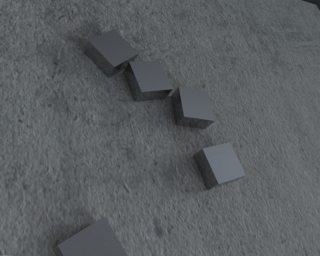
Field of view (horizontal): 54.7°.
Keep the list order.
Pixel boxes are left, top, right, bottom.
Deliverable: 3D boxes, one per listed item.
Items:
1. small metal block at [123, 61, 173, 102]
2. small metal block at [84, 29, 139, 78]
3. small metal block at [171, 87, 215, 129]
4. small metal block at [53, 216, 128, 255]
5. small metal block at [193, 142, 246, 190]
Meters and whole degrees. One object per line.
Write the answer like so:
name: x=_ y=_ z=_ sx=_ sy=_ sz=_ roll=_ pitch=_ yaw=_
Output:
small metal block: x=-0.017 y=-0.066 z=0.437 sx=0.050 sy=0.025 sz=0.050 roll=-10 pitch=67 yaw=-33
small metal block: x=-0.068 y=-0.104 z=0.432 sx=0.050 sy=0.025 sz=0.050 roll=46 pitch=51 yaw=3
small metal block: x=0.047 y=-0.029 z=0.448 sx=0.050 sy=0.025 sz=0.050 roll=7 pitch=59 yaw=-25
small metal block: x=-0.065 y=0.122 z=0.296 sx=0.050 sy=0.025 sz=0.050 roll=-25 pitch=76 yaw=-37
small metal block: x=0.080 y=0.051 z=0.418 sx=0.050 sy=0.025 sz=0.050 roll=-9 pitch=67 yaw=-33
